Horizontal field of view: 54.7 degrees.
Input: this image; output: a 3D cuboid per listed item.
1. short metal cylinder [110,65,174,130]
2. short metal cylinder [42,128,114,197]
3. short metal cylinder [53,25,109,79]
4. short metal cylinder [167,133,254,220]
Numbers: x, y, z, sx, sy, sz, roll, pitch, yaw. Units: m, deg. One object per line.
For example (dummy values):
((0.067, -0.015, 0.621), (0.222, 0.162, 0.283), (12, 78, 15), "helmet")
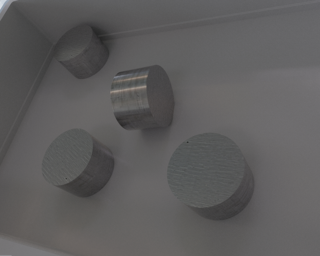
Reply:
((-0.021, -0.038, 0.405), (0.050, 0.080, 0.080), (-6, 59, 25), "short metal cylinder")
((-0.110, 0.047, 0.418), (0.080, 0.050, 0.080), (-13, 56, 21), "short metal cylinder")
((-0.138, -0.133, 0.544), (0.080, 0.050, 0.080), (-13, 56, 21), "short metal cylinder")
((0.054, 0.052, 0.329), (0.080, 0.050, 0.080), (-13, 56, 21), "short metal cylinder")
